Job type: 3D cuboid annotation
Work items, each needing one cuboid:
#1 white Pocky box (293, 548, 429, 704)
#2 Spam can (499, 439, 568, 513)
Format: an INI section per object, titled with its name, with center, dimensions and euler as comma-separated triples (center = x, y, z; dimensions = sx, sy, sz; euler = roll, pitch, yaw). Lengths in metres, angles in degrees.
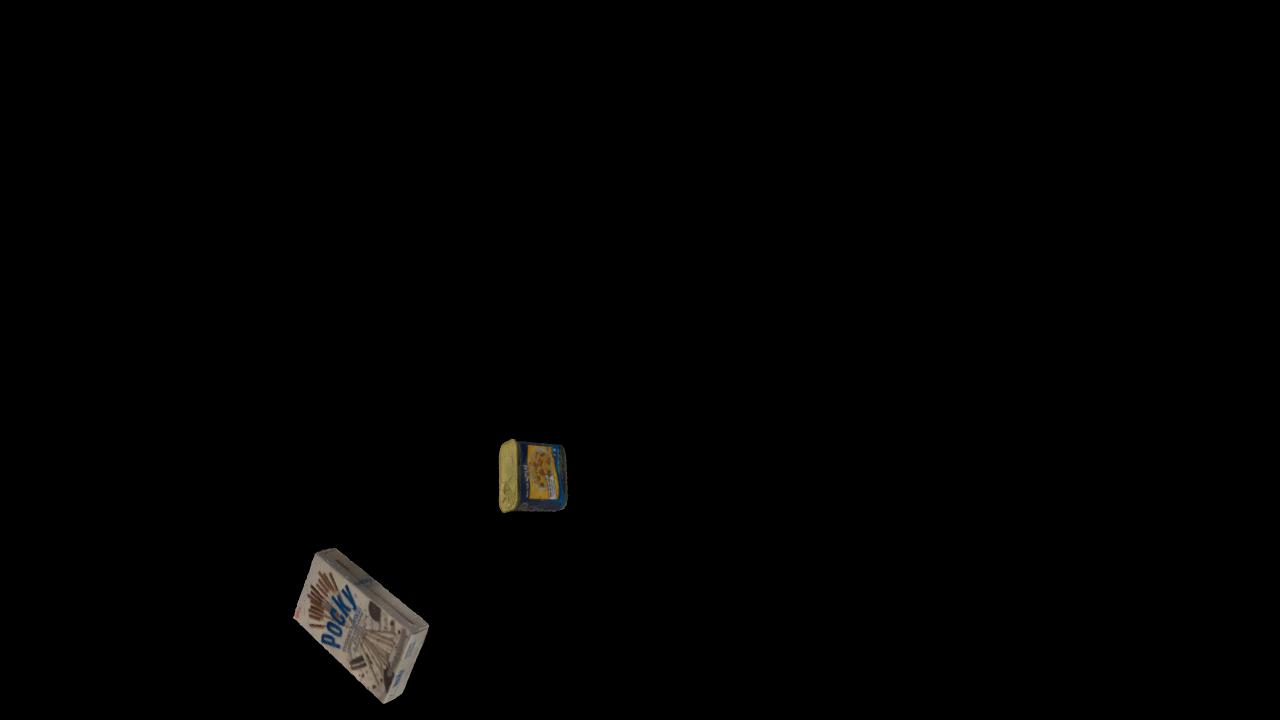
[white Pocky box]
center = -0.292, 0.271, 0.638
dimensions = 0.154, 0.084, 0.028
euler = 26, 8, 24
[Spam can]
center = -0.155, 0.170, 0.896
dimensions = 0.085, 0.101, 0.058
euler = 11, -25, -37
